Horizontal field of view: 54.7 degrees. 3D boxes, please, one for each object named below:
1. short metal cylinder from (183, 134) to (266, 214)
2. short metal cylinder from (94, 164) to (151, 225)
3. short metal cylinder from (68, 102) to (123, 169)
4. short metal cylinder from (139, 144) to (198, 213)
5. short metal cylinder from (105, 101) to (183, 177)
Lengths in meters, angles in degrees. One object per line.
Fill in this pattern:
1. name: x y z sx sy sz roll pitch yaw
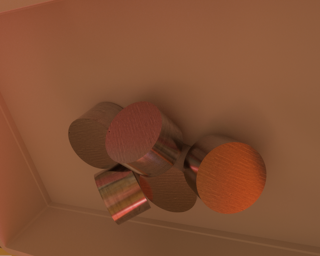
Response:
1. short metal cylinder: 0.073 0.051 0.356 0.081 0.050 0.079 -2 98 -11
2. short metal cylinder: -0.053 0.090 0.445 0.050 0.080 0.080 -27 109 -7
3. short metal cylinder: -0.080 0.010 0.436 0.080 0.050 0.079 13 124 20
4. short metal cylinder: 0.020 0.067 0.420 0.080 0.050 0.079 13 124 20
5. short metal cylinder: -0.019 0.014 0.379 0.080 0.080 0.050 -8 150 31
